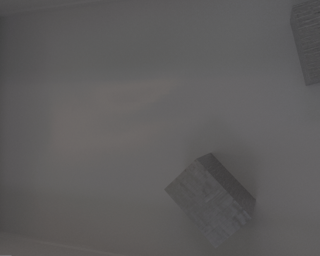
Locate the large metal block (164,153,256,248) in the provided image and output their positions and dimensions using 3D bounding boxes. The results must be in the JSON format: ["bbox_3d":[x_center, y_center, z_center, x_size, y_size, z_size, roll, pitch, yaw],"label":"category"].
[{"bbox_3d":[0.061,0.078,0.359,0.050,0.080,0.080,-46,76,14],"label":"large metal block"}]

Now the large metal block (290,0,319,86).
[{"bbox_3d":[0.191,-0.097,0.329,0.080,0.050,0.080,-13,86,19],"label":"large metal block"}]
